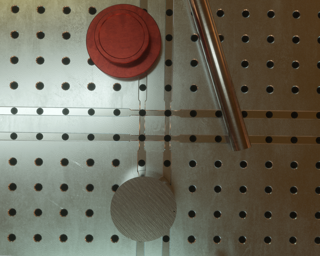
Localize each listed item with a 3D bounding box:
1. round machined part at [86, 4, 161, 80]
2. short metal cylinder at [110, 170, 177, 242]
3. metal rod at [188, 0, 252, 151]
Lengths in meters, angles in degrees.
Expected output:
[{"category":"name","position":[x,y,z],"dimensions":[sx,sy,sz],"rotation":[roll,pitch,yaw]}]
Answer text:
[{"category":"round machined part","position":[-0.047,-0.114,0.404],"dimensions":[0.099,0.042,0.097],"rotation":[0,90,-1]},{"category":"short metal cylinder","position":[-0.020,0.098,0.401],"dimensions":[0.081,0.050,0.079],"rotation":[0,90,-1]},{"category":"metal rod","position":[0.068,-0.115,0.414],"dimensions":[0.025,0.025,0.298],"rotation":[-17,90,0]}]
